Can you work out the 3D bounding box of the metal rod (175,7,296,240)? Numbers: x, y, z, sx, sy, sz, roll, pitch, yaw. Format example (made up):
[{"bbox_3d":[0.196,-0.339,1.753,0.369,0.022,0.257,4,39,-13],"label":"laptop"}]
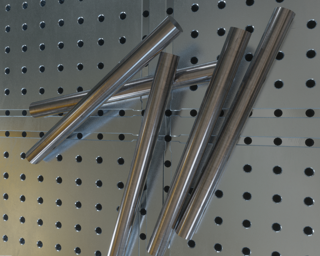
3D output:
[{"bbox_3d":[0.088,0.001,0.381,0.025,0.025,0.298,25,98,18],"label":"metal rod"}]

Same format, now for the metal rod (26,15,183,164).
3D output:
[{"bbox_3d":[-0.089,-0.037,0.416,0.299,0.025,0.025,-37,78,25],"label":"metal rod"}]

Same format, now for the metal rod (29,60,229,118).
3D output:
[{"bbox_3d":[-0.053,-0.051,0.430,0.301,0.025,0.025,-10,87,19],"label":"metal rod"}]

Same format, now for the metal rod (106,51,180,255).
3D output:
[{"bbox_3d":[-0.026,0.051,0.405,0.025,0.025,0.298,19,102,18],"label":"metal rod"}]

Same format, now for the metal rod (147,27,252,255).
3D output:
[{"bbox_3d":[0.043,0.027,0.381,0.025,0.025,0.298,24,103,18],"label":"metal rod"}]
